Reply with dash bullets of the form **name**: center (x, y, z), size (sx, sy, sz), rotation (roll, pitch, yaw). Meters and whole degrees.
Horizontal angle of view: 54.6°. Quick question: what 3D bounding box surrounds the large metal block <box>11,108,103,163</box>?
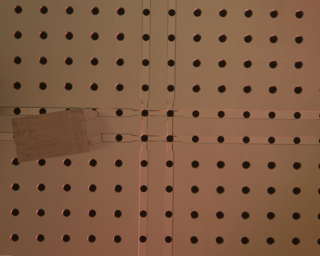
- **large metal block**: center (-0.122, 0.008, 0.385), size (0.080, 0.080, 0.050), rotation (-9, 90, 0)
